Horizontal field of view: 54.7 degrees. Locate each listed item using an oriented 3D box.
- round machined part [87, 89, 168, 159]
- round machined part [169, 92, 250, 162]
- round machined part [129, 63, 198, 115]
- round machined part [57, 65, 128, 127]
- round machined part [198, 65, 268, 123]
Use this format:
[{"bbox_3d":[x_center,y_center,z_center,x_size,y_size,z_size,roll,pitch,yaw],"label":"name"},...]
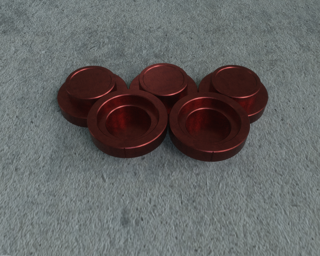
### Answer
[{"bbox_3d":[-0.039,-0.001,0.394,0.099,0.042,0.098,0,50,0],"label":"round machined part"},{"bbox_3d":[0.060,0.003,0.392,0.099,0.042,0.098,0,50,0],"label":"round machined part"},{"bbox_3d":[0.005,-0.055,0.440,0.099,0.042,0.098,0,50,0],"label":"round machined part"},{"bbox_3d":[-0.094,-0.051,0.435,0.099,0.042,0.098,0,50,0],"label":"round machined part"},{"bbox_3d":[0.104,-0.052,0.439,0.099,0.042,0.098,0,50,0],"label":"round machined part"}]
